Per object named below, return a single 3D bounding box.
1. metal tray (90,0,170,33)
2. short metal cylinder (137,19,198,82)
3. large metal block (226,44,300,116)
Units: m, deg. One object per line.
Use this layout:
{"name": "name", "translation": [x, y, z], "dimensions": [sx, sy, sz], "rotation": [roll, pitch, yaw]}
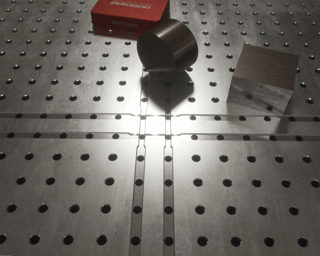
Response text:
{"name": "metal tray", "translation": [-0.054, -0.222, 0.590], "dimensions": [0.131, 0.030, 0.090], "rotation": [10, 51, 8]}
{"name": "short metal cylinder", "translation": [0.011, -0.117, 0.471], "dimensions": [0.080, 0.080, 0.050], "rotation": [36, 58, 26]}
{"name": "large metal block", "translation": [0.151, -0.072, 0.454], "dimensions": [0.080, 0.050, 0.080], "rotation": [17, 52, 13]}
